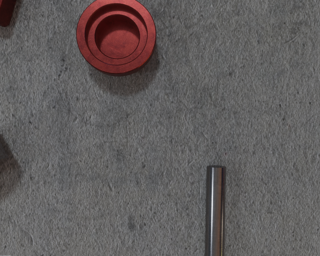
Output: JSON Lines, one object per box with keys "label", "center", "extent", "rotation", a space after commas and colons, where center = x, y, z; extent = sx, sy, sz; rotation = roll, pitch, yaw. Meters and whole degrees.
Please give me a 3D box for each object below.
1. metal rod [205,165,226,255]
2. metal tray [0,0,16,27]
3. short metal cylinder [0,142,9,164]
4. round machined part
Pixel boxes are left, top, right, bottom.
{"label": "metal rod", "center": [0.072, 0.200, 0.411], "extent": [0.025, 0.025, 0.298], "rotation": [1, 90, -1]}
{"label": "metal tray", "center": [-0.230, -0.209, 0.404], "extent": [0.090, 0.030, 0.129], "rotation": [16, 90, -1]}
{"label": "short metal cylinder", "center": [-0.237, 0.034, 0.379], "extent": [0.080, 0.080, 0.050], "rotation": [-29, 90, 0]}
{"label": "round machined part", "center": [-0.054, -0.115, 0.401], "extent": [0.099, 0.042, 0.097], "rotation": [0, 90, -1]}
